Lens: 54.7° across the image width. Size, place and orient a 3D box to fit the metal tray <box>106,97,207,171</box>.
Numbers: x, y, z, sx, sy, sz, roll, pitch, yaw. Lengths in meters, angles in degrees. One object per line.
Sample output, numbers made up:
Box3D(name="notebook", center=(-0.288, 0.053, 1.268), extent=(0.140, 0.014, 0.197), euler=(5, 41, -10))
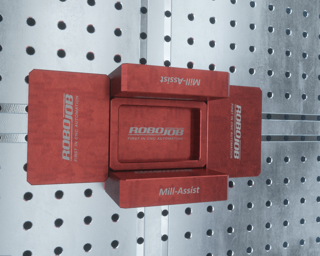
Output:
Box3D(name="metal tray", center=(-0.003, 0.008, 0.407), extent=(0.131, 0.030, 0.089), euler=(1, 90, -21))

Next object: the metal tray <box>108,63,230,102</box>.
Box3D(name="metal tray", center=(0.007, -0.052, 0.382), extent=(0.131, 0.090, 0.030), euler=(1, 90, -20))

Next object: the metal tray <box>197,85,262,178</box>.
Box3D(name="metal tray", center=(0.101, 0.005, 0.447), extent=(0.091, 0.030, 0.129), euler=(1, 90, -21))

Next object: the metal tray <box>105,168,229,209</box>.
Box3D(name="metal tray", center=(0.006, 0.068, 0.380), extent=(0.131, 0.090, 0.030), euler=(1, 90, -20))

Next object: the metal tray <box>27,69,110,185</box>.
Box3D(name="metal tray", center=(-0.108, -0.001, 0.370), extent=(0.091, 0.030, 0.129), euler=(1, 90, -21))
